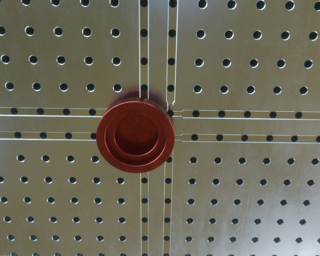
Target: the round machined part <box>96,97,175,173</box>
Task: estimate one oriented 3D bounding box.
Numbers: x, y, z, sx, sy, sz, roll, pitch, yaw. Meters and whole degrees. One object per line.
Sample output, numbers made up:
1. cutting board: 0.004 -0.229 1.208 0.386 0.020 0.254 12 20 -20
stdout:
1. round machined part: -0.031 0.007 0.406 0.099 0.042 0.097 0 110 0
